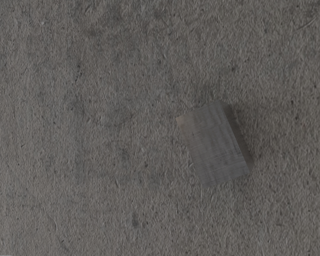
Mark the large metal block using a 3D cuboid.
[{"bbox_3d":[0.067,0.017,0.356,0.050,0.080,0.080,-24,82,18],"label":"large metal block"}]
